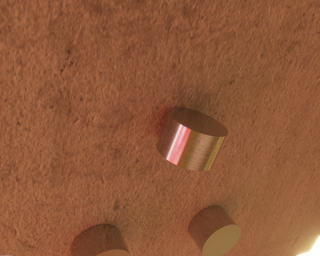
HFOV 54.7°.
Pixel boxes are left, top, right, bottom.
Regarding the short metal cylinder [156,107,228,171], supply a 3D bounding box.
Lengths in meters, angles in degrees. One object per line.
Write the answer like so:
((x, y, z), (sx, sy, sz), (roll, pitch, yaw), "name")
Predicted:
((0.041, 0.013, 0.403), (0.081, 0.080, 0.050), (6, 116, -32), "short metal cylinder")

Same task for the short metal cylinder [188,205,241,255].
((0.099, 0.188, 0.564), (0.081, 0.050, 0.079), (-14, 125, -21), "short metal cylinder")

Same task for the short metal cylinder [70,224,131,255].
((-0.088, 0.191, 0.462), (0.081, 0.050, 0.079), (-14, 125, -21), "short metal cylinder")
